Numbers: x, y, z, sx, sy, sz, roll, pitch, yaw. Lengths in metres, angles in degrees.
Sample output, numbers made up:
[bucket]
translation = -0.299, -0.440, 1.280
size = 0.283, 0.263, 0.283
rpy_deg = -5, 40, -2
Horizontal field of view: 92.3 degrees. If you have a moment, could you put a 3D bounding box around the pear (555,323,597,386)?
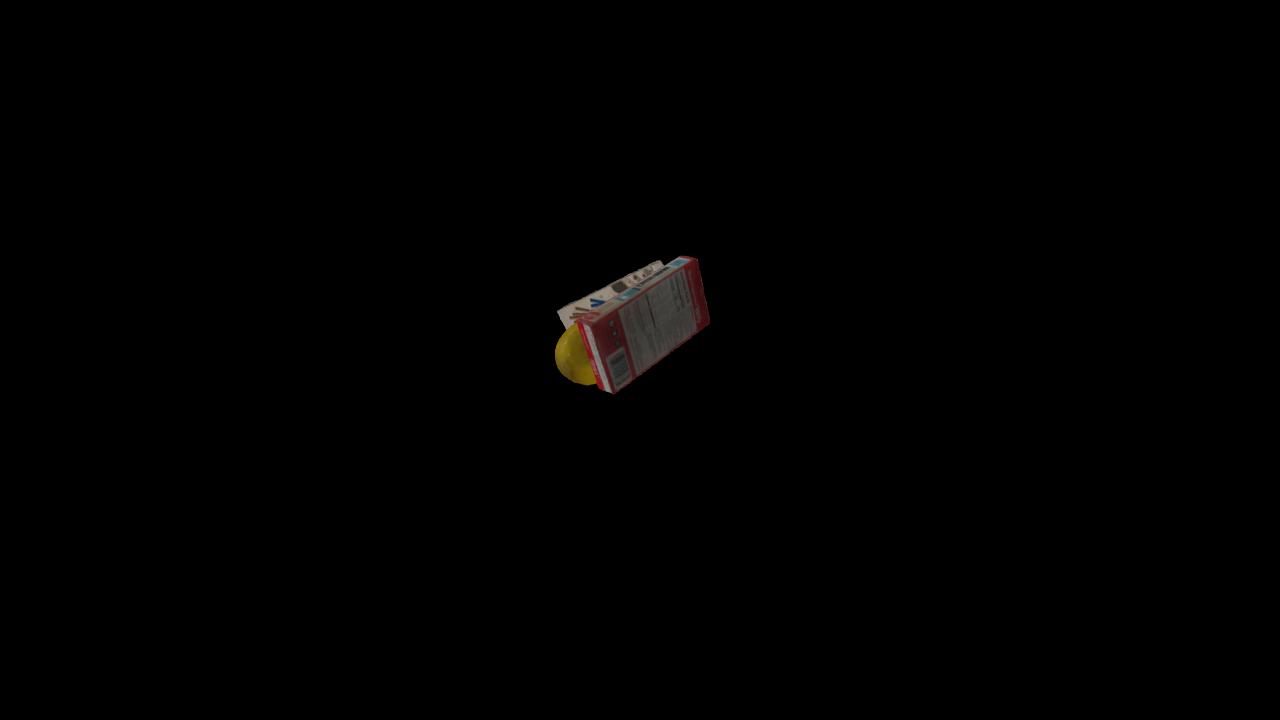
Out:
[pear]
translation = -0.063, -0.004, 0.761
size = 0.080, 0.080, 0.111
rpy_deg = 0, -16, 0

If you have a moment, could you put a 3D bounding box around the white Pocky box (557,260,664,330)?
[white Pocky box]
translation = -0.022, -0.051, 0.731
size = 0.154, 0.084, 0.028
rpy_deg = -21, 9, 35

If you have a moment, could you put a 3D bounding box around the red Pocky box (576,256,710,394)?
[red Pocky box]
translation = 0.008, -0.039, 0.634
size = 0.155, 0.083, 0.028
rpy_deg = -35, 34, -32
